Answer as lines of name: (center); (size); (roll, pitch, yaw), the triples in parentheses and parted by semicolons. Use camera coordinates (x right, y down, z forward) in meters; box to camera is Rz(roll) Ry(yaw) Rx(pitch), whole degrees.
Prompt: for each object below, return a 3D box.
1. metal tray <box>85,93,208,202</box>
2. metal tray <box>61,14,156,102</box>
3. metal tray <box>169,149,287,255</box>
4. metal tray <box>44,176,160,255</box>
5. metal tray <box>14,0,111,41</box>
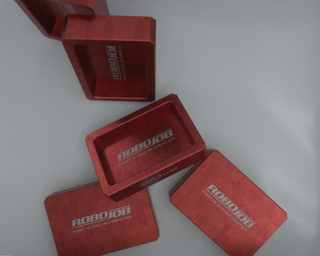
metal tray: (-0.019, 0.023, 0.387); (0.131, 0.030, 0.090); (-26, 59, -1)
metal tray: (-0.050, -0.073, 0.357); (0.091, 0.130, 0.030); (1, 68, -1)
metal tray: (0.088, 0.102, 0.410); (0.130, 0.030, 0.090); (42, 90, -1)
metal tray: (-0.074, 0.116, 0.408); (0.131, 0.030, 0.089); (-15, 90, -1)
metal tray: (-0.106, -0.132, 0.356); (0.091, 0.130, 0.030); (15, 84, -1)
